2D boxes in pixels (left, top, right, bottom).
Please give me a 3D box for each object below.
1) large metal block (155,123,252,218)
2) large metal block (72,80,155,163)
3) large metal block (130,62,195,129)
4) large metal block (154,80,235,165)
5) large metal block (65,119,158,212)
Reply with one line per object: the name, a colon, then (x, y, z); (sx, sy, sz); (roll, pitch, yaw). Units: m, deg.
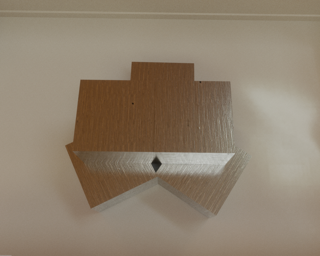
large metal block: (0.050, 0.051, 0.375); (0.080, 0.050, 0.080); (32, 73, 11)
large metal block: (-0.046, -0.006, 0.343); (0.080, 0.050, 0.080); (1, 70, 0)
large metal block: (0.003, -0.039, 0.409); (0.080, 0.050, 0.080); (2, 70, 0)
large metal block: (0.035, -0.005, 0.342); (0.080, 0.050, 0.080); (1, 70, 0)
large metal block: (-0.057, 0.046, 0.377); (0.080, 0.050, 0.080); (-25, 72, -9)
